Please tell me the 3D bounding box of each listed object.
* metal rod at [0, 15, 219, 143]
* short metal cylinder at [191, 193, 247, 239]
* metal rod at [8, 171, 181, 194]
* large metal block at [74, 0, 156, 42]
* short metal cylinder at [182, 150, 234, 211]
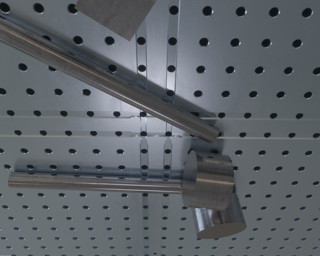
[{"bbox_3d":[-0.056,-0.051,0.367,0.302,0.025,0.025,25,126,-20],"label":"metal rod"},{"bbox_3d":[0.095,0.144,0.505,0.081,0.050,0.080,-6,146,-4],"label":"short metal cylinder"},{"bbox_3d":[-0.078,0.087,0.484,0.302,0.025,0.025,3,130,-3],"label":"metal rod"},{"bbox_3d":[-0.024,-0.134,0.261,0.050,0.080,0.080,27,125,-21],"label":"large metal block"},{"bbox_3d":[0.066,0.074,0.440,0.050,0.080,0.079,9,130,-8],"label":"short metal cylinder"}]
